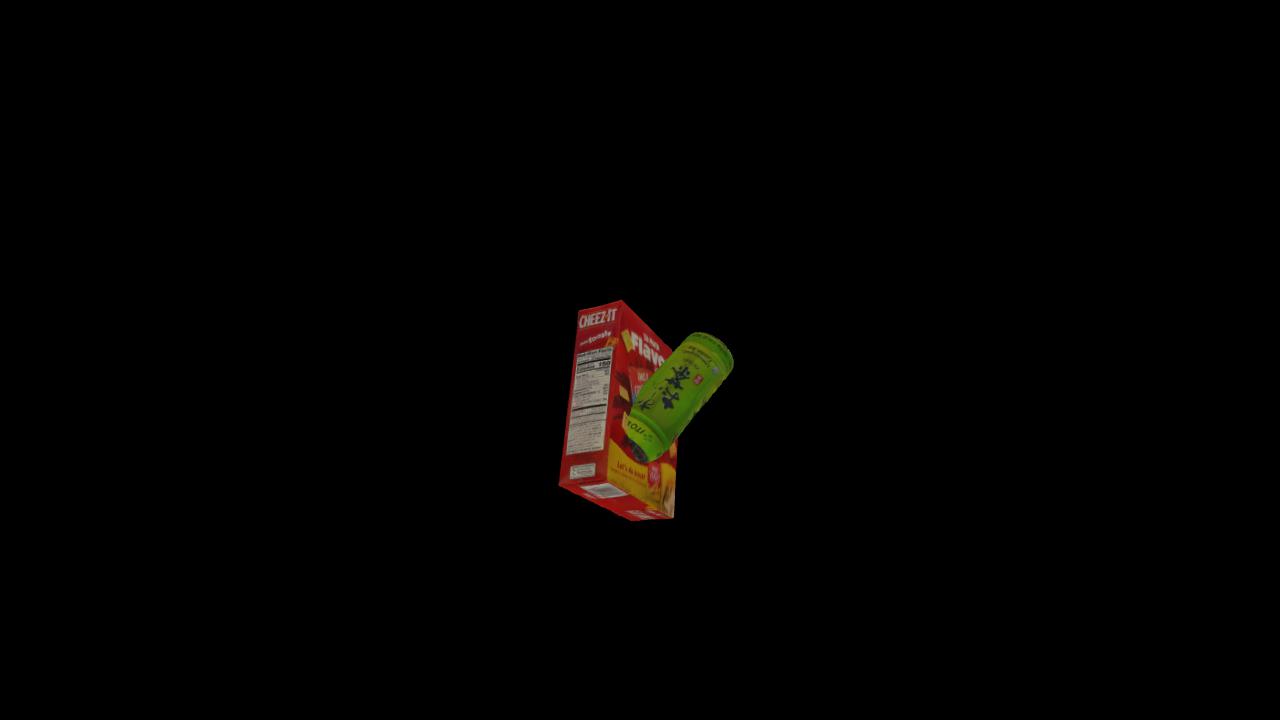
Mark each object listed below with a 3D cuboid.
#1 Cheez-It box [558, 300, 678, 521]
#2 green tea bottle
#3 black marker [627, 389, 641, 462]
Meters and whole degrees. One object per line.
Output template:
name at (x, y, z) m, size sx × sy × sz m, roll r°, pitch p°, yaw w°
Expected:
Cheez-It box at (-0.016, 0.064, 0.738) m, size 0.071 × 0.223 × 0.166 m, roll -10°, pitch -30°, yaw 26°
green tea bottle at (0.026, 0.057, 0.713) m, size 0.212 × 0.073 × 0.073 m, roll -48°, pitch 26°, yaw -26°
black marker at (-0.013, 0.052, 0.754) m, size 0.020 × 0.121 × 0.020 m, roll -11°, pitch 1°, yaw 0°
